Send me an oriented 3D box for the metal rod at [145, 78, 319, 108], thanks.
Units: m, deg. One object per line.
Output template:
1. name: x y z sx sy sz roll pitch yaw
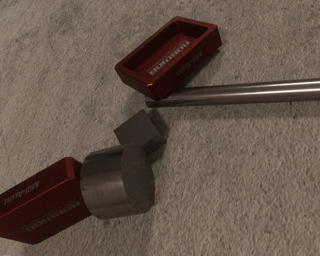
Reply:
1. metal rod: 0.119 -0.042 0.366 0.300 0.025 0.025 -1 62 27

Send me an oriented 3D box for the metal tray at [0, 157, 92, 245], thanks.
1. metal tray: -0.132 0.092 0.373 0.130 0.090 0.030 -29 52 9

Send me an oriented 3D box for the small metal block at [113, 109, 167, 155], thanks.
1. small metal block: -0.027 0.011 0.410 0.050 0.025 0.050 -36 51 3

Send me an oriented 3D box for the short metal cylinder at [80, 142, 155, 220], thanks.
1. short metal cylinder: -0.046 0.060 0.354 0.050 0.080 0.080 -15 56 20

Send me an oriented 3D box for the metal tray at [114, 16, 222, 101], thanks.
1. metal tray: 0.011 -0.102 0.437 0.130 0.030 0.090 -43 45 -14
